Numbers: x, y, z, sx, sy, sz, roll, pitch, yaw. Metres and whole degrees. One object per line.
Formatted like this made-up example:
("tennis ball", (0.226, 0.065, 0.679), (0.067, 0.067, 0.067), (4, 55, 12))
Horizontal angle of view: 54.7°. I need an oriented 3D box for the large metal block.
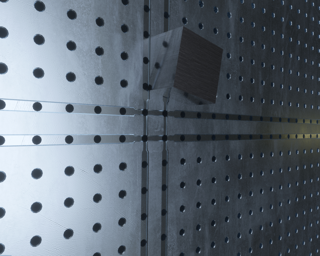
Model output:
("large metal block", (0.037, -0.081, 0.426), (0.081, 0.050, 0.080), (15, 80, -39))
